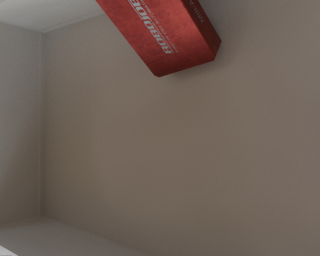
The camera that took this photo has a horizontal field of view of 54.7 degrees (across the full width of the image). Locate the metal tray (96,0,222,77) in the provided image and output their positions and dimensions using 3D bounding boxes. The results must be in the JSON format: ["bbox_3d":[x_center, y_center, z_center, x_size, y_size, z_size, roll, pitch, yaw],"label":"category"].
[{"bbox_3d":[-0.002,-0.122,0.346,0.090,0.130,0.030,-10,44,39],"label":"metal tray"}]
